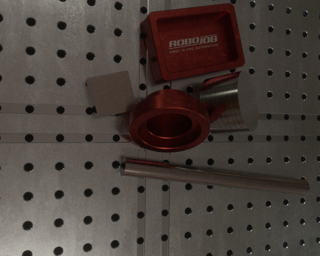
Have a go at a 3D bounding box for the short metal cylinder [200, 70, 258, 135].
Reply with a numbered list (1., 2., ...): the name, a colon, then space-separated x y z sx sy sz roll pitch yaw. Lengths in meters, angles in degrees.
1. short metal cylinder: 0.095 -0.032 0.416 0.080 0.050 0.080 18 68 -54

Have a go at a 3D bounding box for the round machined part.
1. round machined part: 0.011 -0.012 0.388 0.099 0.097 0.042 13 53 -20

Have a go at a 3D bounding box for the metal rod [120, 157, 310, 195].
1. metal rod: 0.092 0.073 0.448 0.302 0.025 0.025 10 87 -20

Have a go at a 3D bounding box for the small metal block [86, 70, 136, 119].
1. small metal block: -0.061 -0.042 0.391 0.050 0.025 0.050 -15 95 -20

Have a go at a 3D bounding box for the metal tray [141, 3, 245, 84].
1. metal tray: 0.048 -0.117 0.428 0.131 0.030 0.089 -14 95 -20
